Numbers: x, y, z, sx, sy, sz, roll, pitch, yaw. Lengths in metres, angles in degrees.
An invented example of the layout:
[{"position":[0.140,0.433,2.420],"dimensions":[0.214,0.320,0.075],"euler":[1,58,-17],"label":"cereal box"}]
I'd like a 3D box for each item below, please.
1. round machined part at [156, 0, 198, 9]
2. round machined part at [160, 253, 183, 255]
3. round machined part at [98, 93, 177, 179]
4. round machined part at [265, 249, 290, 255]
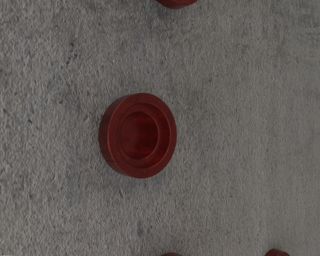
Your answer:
[{"position":[0.011,-0.204,0.402],"dimensions":[0.099,0.042,0.097],"euler":[0,90,-40],"label":"round machined part"},{"position":[0.005,0.210,0.399],"dimensions":[0.099,0.042,0.097],"euler":[0,90,-40],"label":"round machined part"},{"position":[-0.030,0.009,0.368],"dimensions":[0.099,0.042,0.097],"euler":[0,90,-40],"label":"round machined part"},{"position":[0.229,0.285,0.586],"dimensions":[0.099,0.042,0.097],"euler":[0,90,-40],"label":"round machined part"}]
